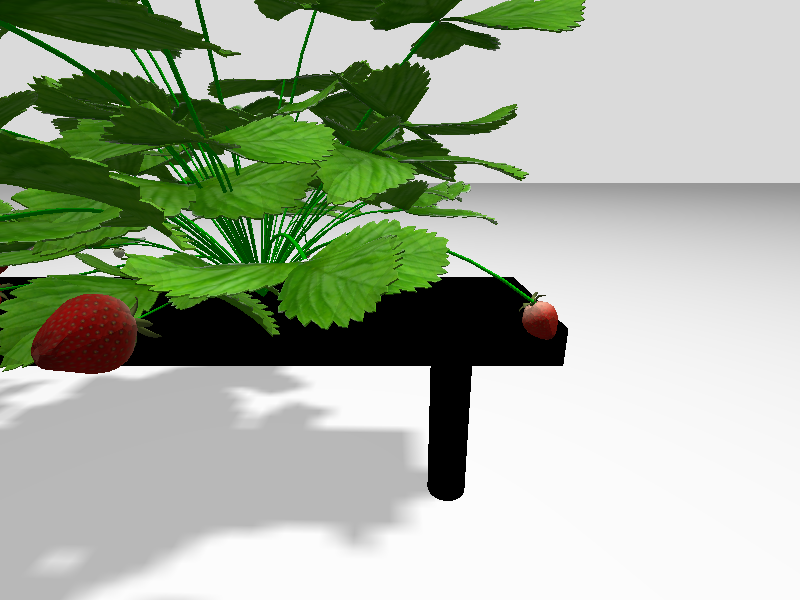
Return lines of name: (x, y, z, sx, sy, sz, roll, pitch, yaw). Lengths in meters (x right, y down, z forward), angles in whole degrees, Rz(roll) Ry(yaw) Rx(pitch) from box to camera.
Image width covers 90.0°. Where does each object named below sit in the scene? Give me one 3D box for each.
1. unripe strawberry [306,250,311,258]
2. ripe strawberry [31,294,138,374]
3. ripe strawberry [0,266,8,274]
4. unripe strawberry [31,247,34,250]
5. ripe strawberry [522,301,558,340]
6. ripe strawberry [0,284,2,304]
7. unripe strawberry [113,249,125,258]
unripe strawberry: (-0.117, -0.058, 0.505, 0.010, 0.011, 0.011, 1, 18, 3)
ripe strawberry: (-0.175, 0.021, 0.222, 0.045, 0.047, 0.049, 6, 20, 18)
ripe strawberry: (-0.425, -0.037, 0.405, 0.042, 0.036, 0.042, -5, 19, -17)
unripe strawberry: (-0.510, -0.073, 0.551, 0.019, 0.017, 0.017, 6, 6, 17)
ripe strawberry: (0.097, 0.014, 0.275, 0.024, 0.028, 0.028, -27, 5, 28)
ripe strawberry: (-0.337, -0.007, 0.311, 0.039, 0.040, 0.035, -5, 19, -13)
unripe strawberry: (-0.329, -0.055, 0.469, 0.011, 0.011, 0.011, 10, 21, 27)
